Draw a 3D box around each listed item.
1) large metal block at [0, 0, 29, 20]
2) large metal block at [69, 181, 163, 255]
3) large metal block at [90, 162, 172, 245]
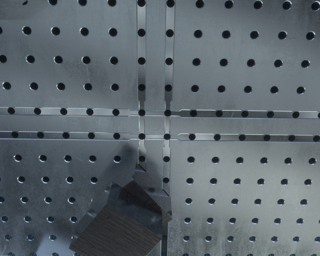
[{"bbox_3d":[-0.191,-0.162,0.322,0.050,0.080,0.080,-32,107,11],"label":"large metal block"},{"bbox_3d":[-0.053,0.129,0.394,0.080,0.050,0.080,36,106,-13],"label":"large metal block"},{"bbox_3d":[-0.040,0.110,0.440,0.080,0.050,0.080,-37,106,12],"label":"large metal block"}]
